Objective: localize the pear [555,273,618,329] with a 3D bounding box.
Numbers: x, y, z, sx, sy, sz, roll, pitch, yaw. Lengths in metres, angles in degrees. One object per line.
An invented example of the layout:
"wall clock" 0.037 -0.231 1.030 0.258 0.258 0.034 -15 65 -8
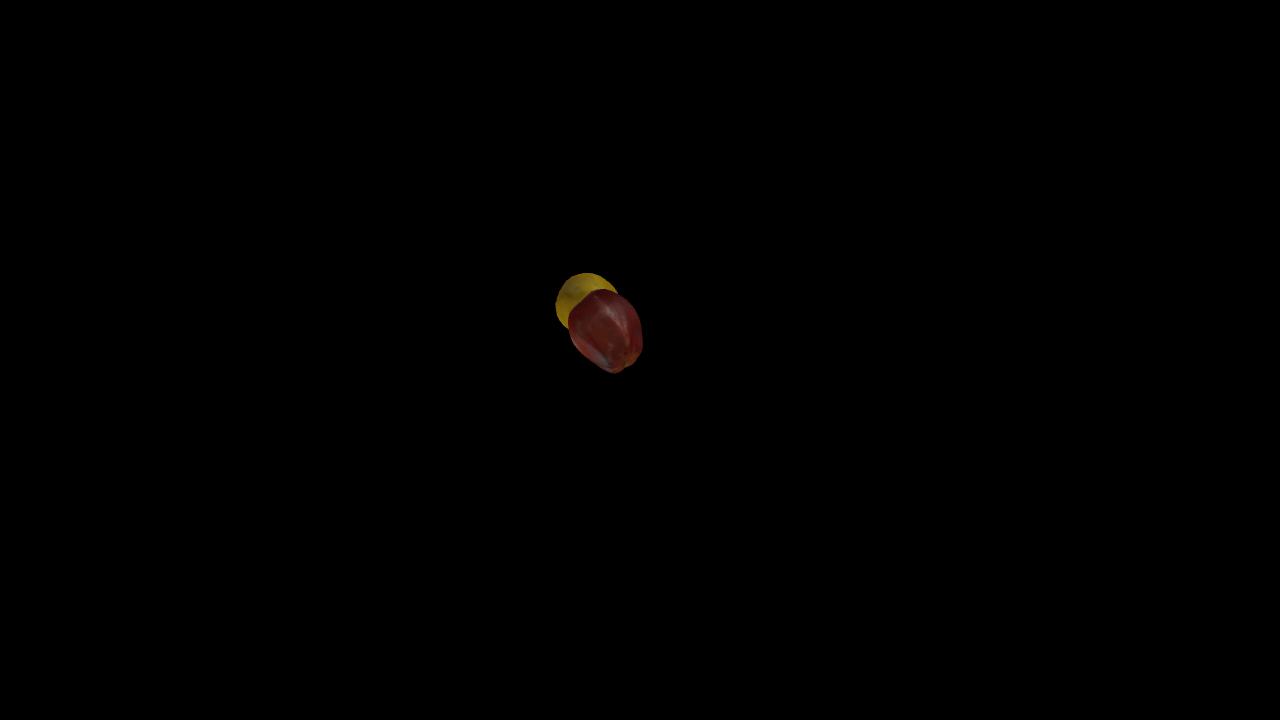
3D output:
"pear" -0.068 -0.070 0.743 0.080 0.080 0.111 0 17 -26

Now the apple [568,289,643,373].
"apple" -0.037 -0.033 0.681 0.079 0.093 0.079 -31 -19 -12
